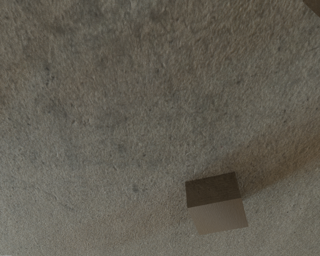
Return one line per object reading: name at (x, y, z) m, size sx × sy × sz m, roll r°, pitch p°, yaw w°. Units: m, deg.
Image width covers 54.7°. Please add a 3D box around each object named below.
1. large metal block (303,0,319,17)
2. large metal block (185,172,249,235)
large metal block at (0.173, -0.151, 0.265) m, size 0.080 × 0.050 × 0.080 m, roll -13°, pitch 129°, yaw 10°
large metal block at (0.091, 0.123, 0.497) m, size 0.080 × 0.050 × 0.080 m, roll -14°, pitch 129°, yaw 11°
